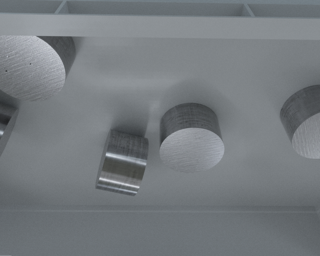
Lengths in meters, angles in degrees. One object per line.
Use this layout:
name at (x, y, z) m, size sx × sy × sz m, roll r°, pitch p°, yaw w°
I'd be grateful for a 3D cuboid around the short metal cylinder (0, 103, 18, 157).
short metal cylinder at (-0.213, 0.005, 0.375) m, size 0.050 × 0.080 × 0.080 m, roll 22°, pitch 127°, yaw -18°

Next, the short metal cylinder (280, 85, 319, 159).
short metal cylinder at (0.199, -0.007, 0.388) m, size 0.081 × 0.050 × 0.079 m, roll 0°, pitch 130°, yaw 0°

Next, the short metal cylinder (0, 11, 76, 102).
short metal cylinder at (-0.135, -0.075, 0.327) m, size 0.081 × 0.050 × 0.079 m, roll 0°, pitch 130°, yaw 0°

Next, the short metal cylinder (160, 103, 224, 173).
short metal cylinder at (0.040, 0.014, 0.405) m, size 0.081 × 0.050 × 0.079 m, roll 0°, pitch 130°, yaw 0°

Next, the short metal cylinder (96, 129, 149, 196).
short metal cylinder at (-0.051, 0.046, 0.411) m, size 0.050 × 0.080 × 0.079 m, roll 15°, pitch 129°, yaw -12°
